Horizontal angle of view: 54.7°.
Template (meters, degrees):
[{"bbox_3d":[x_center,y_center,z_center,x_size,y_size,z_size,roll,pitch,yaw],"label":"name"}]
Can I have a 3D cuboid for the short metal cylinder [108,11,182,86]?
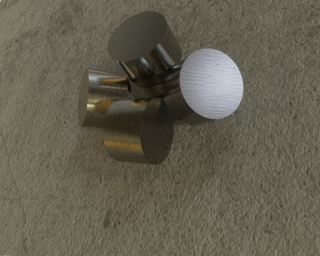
[{"bbox_3d":[-0.018,-0.100,0.394,0.080,0.050,0.080,-13,56,20],"label":"short metal cylinder"}]

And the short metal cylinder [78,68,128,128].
[{"bbox_3d":[-0.081,-0.039,0.428,0.080,0.050,0.079,-174,90,-67],"label":"short metal cylinder"}]

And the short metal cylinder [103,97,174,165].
[{"bbox_3d":[-0.024,0.003,0.378,0.050,0.080,0.080,2,63,29],"label":"short metal cylinder"}]

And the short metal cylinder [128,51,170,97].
[{"bbox_3d":[0.001,-0.060,0.425,0.080,0.050,0.080,-13,56,20],"label":"short metal cylinder"}]

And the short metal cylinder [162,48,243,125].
[{"bbox_3d":[0.049,-0.046,0.364,0.080,0.080,0.050,-62,16,-16],"label":"short metal cylinder"}]
